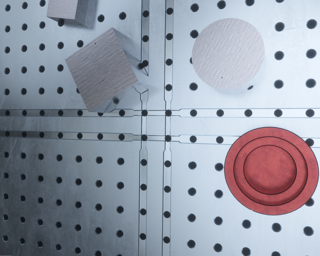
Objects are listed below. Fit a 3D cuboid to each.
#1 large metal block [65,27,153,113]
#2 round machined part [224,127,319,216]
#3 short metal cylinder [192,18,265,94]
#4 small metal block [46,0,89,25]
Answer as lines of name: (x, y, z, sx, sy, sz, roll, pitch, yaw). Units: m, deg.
large metal block: (-0.069, -0.075, 0.422, 0.080, 0.050, 0.080, -29, 81, 17)
round machined part: (0.127, 0.047, 0.359, 0.098, 0.042, 0.097, 0, 90, 19)
short metal cylinder: (0.083, -0.083, 0.370, 0.080, 0.050, 0.079, 0, 90, 19)
small metal block: (-0.136, -0.184, 0.459, 0.050, 0.025, 0.050, 12, 94, 19)
